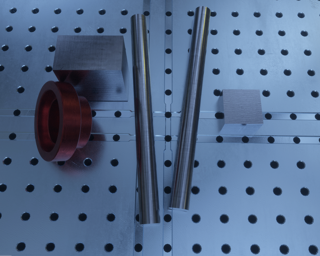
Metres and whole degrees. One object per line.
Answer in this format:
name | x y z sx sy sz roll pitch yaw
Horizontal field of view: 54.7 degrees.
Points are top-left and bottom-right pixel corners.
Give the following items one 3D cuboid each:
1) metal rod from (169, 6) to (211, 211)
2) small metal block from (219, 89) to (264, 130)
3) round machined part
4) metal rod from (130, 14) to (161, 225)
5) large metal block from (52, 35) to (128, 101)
metal rod | 0.044 -0.040 0.426 0.025 0.025 0.299 8 70 2
small metal block | 0.110 -0.025 0.422 0.050 0.025 0.050 0 70 0
round machined part | -0.119 -0.008 0.385 0.042 0.098 0.098 2 65 -39
metal rod | -0.022 -0.025 0.420 0.025 0.025 0.299 -4 70 -2
large metal block | -0.086 -0.076 0.408 0.081 0.080 0.050 0 68 0
